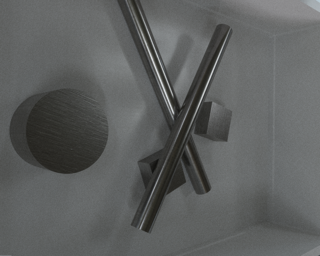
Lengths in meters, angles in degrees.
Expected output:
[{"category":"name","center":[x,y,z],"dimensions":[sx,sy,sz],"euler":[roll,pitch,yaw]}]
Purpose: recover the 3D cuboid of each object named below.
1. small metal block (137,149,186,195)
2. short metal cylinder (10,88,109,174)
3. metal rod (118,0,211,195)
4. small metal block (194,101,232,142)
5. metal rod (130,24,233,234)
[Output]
[{"category":"small metal block","center":[0.003,0.059,0.412],"dimensions":[0.050,0.025,0.050],"euler":[-25,106,-37]},{"category":"short metal cylinder","center":[-0.099,0.003,0.308],"dimensions":[0.081,0.050,0.079],"euler":[0,90,-40]},{"category":"metal rod","center":[0.010,-0.039,0.417],"dimensions":[0.025,0.025,0.299],"euler":[-36,112,-34]},{"category":"small metal block","center":[0.083,-0.009,0.479],"dimensions":[0.050,0.025,0.050],"euler":[19,78,-39]},{"category":"metal rod","center":[0.035,-0.013,0.404],"dimensions":[0.025,0.025,0.300],"euler":[37,68,-34]}]
